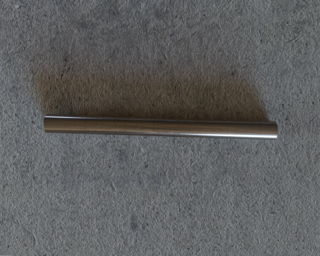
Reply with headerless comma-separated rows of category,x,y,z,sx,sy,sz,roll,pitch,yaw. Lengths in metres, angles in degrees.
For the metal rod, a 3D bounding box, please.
metal rod,0.001,-0.001,0.411,0.302,0.025,0.025,2,90,0
